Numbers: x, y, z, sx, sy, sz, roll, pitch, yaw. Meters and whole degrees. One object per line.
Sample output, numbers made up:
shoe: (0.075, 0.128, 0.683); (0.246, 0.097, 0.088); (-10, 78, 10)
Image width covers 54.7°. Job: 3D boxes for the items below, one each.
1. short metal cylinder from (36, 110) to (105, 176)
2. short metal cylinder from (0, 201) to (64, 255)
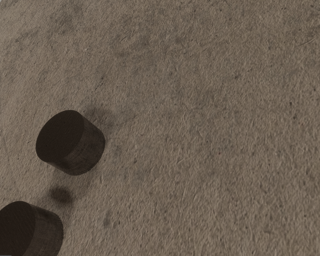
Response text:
short metal cylinder: (-0.126, 0.021, 0.439); (0.080, 0.050, 0.080); (-13, 56, 20)
short metal cylinder: (-0.171, 0.138, 0.391); (0.080, 0.050, 0.080); (-13, 56, 20)
